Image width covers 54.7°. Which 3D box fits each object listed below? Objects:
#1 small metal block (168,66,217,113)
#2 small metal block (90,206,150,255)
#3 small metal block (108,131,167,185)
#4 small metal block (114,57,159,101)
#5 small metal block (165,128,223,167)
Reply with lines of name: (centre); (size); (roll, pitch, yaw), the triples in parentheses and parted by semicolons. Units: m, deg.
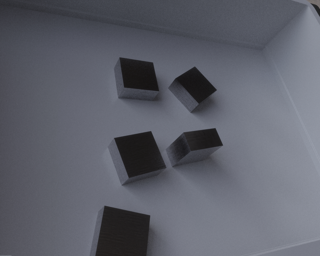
small metal block: (0.049, -0.059, 0.468); (0.050, 0.025, 0.050); (48, 51, 6)
small metal block: (-0.040, 0.112, 0.316); (0.050, 0.025, 0.050); (18, 55, -18)
small metal block: (-0.028, 0.035, 0.369); (0.050, 0.025, 0.050); (-10, 67, -33)
small metal block: (-0.033, -0.067, 0.428); (0.050, 0.025, 0.050); (3, 60, -27)
small metal block: (0.043, 0.025, 0.397); (0.050, 0.050, 0.025); (-7, 65, -31)
